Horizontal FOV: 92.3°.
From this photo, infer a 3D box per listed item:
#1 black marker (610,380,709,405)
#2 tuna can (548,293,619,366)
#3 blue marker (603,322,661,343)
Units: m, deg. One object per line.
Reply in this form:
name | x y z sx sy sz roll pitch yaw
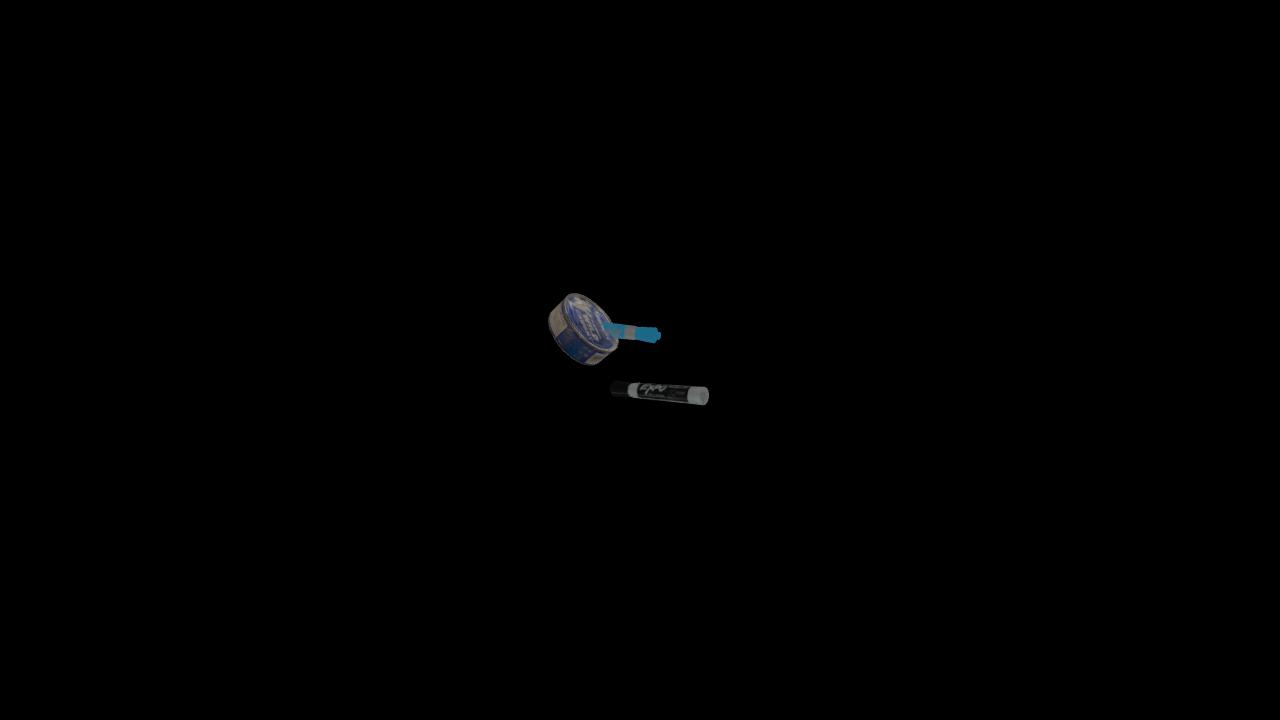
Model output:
black marker | 0.017 0.034 0.656 0.121 0.020 0.020 3 2 36
tuna can | -0.066 -0.035 0.719 0.034 0.084 0.084 -39 -20 26
blue marker | -0.033 -0.036 0.734 0.121 0.020 0.020 8 3 21
